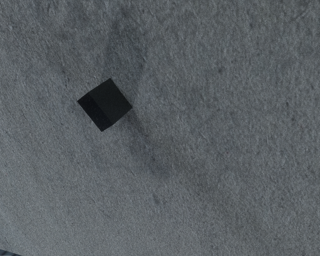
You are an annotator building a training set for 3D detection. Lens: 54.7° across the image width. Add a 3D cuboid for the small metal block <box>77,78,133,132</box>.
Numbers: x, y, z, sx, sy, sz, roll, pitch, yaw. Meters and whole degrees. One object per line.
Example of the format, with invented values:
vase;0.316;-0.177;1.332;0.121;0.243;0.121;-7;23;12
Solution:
small metal block;-0.071;-0.031;0.407;0.025;0.050;0.050;-29;103;37
